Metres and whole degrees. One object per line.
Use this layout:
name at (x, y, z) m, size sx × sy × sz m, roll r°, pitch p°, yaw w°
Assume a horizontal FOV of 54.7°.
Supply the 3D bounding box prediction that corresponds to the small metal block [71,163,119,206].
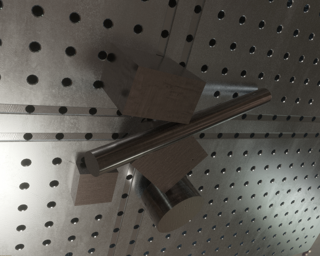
small metal block at (-0.087, 0.073, 0.410) m, size 0.050 × 0.025 × 0.050 m, roll 1°, pitch 118°, yaw -30°

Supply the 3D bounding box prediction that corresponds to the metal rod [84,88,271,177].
metal rod at (0.048, -0.008, 0.377) m, size 0.302 × 0.025 × 0.025 m, roll -20°, pitch 129°, yaw -39°

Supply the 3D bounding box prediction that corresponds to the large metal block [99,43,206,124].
large metal block at (-0.011, -0.049, 0.341) m, size 0.081 × 0.080 × 0.050 m, roll 7°, pitch 115°, yaw -32°

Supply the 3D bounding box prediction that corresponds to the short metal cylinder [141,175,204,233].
short metal cylinder at (0.018, 0.111, 0.464) m, size 0.081 × 0.050 × 0.080 m, roll -23°, pitch 141°, yaw -20°

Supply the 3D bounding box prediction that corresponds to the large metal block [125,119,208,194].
large metal block at (0.005, 0.029, 0.417) m, size 0.080 × 0.050 × 0.080 m, roll -41°, pitch 130°, yaw 0°
